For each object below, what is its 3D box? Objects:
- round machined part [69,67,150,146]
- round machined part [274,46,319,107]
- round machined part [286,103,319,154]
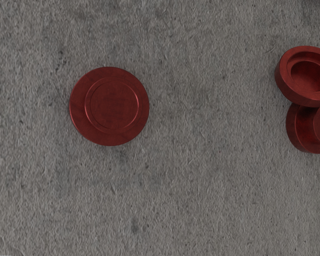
[{"bbox_3d":[-0.059,-0.026,0.378,0.099,0.042,0.097,0,90,-20],"label":"round machined part"},{"bbox_3d":[0.221,-0.073,0.466,0.099,0.042,0.098,1,63,-2],"label":"round machined part"},{"bbox_3d":[0.255,-0.007,0.494,0.099,0.042,0.097,0,90,-20],"label":"round machined part"}]
